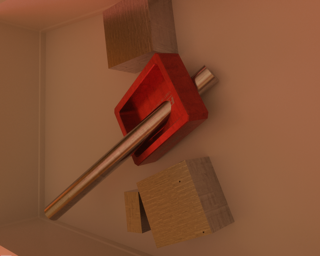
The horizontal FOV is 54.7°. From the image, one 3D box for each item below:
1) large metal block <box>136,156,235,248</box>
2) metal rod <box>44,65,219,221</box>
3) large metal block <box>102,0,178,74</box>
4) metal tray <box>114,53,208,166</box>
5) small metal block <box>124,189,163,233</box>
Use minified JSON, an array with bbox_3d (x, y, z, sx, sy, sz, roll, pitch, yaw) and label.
[{"bbox_3d":[0.028,0.087,0.366,0.080,0.050,0.080,-31,71,35],"label":"large metal block"},{"bbox_3d":[-0.048,0.029,0.402,0.299,0.025,0.025,-41,65,18],"label":"metal rod"},{"bbox_3d":[-0.027,-0.124,0.411,0.080,0.050,0.080,-11,83,39],"label":"large metal block"},{"bbox_3d":[-0.006,-0.019,0.385,0.129,0.030,0.090,-44,63,47],"label":"metal tray"},{"bbox_3d":[-0.018,0.104,0.403,0.025,0.050,0.050,-9,84,39],"label":"small metal block"}]
